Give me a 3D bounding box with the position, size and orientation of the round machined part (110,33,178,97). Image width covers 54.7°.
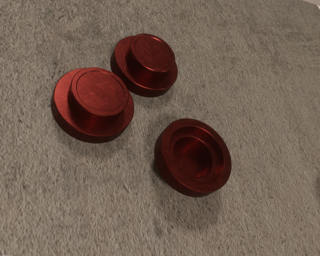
[{"bbox_3d":[-0.017,-0.096,0.444,0.099,0.042,0.098,14,56,-21],"label":"round machined part"}]

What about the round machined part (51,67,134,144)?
[{"bbox_3d":[-0.077,-0.034,0.373,0.099,0.042,0.098,14,56,-21],"label":"round machined part"}]

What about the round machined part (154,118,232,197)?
[{"bbox_3d":[0.037,0.040,0.390,0.099,0.042,0.098,14,56,-21],"label":"round machined part"}]
